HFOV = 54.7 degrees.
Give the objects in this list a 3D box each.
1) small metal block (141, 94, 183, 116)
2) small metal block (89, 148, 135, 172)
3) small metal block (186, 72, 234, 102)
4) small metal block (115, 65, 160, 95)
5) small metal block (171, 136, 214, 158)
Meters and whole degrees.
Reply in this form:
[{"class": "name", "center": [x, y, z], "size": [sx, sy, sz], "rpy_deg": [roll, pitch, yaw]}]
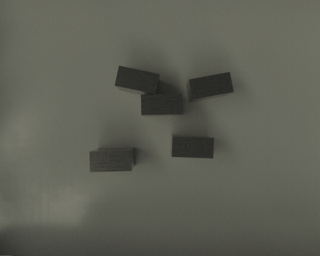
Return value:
[{"class": "small metal block", "center": [0.002, -0.029, 0.399], "size": [0.050, 0.050, 0.025], "rpy_deg": [-1, 90, 0]}, {"class": "small metal block", "center": [-0.060, 0.040, 0.398], "size": [0.050, 0.050, 0.025], "rpy_deg": [-2, 90, 0]}, {"class": "small metal block", "center": [0.062, -0.051, 0.399], "size": [0.050, 0.050, 0.025], "rpy_deg": [-10, 90, 0]}, {"class": "small metal block", "center": [-0.027, -0.058, 0.398], "size": [0.050, 0.050, 0.025], "rpy_deg": [12, 90, 0]}, {"class": "small metal block", "center": [0.040, 0.023, 0.399], "size": [0.050, 0.050, 0.025], "rpy_deg": [2, 90, 0]}]
